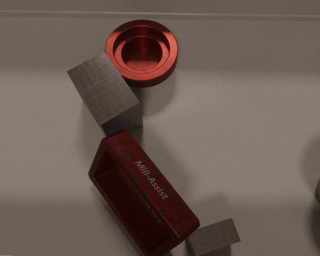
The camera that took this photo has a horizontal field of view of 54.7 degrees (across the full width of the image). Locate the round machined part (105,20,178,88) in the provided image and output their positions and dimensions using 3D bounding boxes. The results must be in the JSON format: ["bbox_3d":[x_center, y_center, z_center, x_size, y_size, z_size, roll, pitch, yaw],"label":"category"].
[{"bbox_3d":[-0.025,-0.100,0.437,0.099,0.042,0.098,0,70,-1],"label":"round machined part"}]

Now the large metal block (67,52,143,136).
[{"bbox_3d":[-0.066,-0.034,0.392,0.050,0.080,0.080,-32,74,-11],"label":"large metal block"}]

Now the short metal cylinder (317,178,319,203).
[{"bbox_3d":[0.228,0.074,0.358,0.080,0.050,0.080,-7,70,21],"label":"short metal cylinder"}]

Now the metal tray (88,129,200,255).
[{"bbox_3d":[-0.024,0.076,0.344,0.030,0.089,0.130,-28,71,-37],"label":"metal tray"}]

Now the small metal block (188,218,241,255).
[{"bbox_3d":[0.058,0.124,0.352,0.050,0.050,0.025,-16,71,-6],"label":"small metal block"}]
